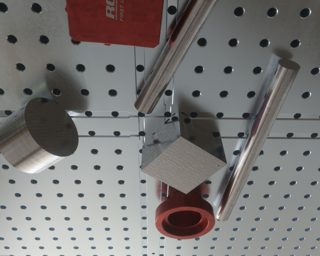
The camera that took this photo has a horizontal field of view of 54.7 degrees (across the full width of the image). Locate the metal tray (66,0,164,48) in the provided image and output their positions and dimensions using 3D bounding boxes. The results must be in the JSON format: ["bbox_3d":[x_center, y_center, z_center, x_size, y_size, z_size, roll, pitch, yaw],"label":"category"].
[{"bbox_3d":[-0.040,-0.143,0.286,0.091,0.030,0.129,4,130,-4],"label":"metal tray"}]

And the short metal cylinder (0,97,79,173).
[{"bbox_3d":[-0.148,0.009,0.381,0.050,0.080,0.080,-29,125,22],"label":"short metal cylinder"}]

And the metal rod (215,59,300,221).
[{"bbox_3d":[0.128,0.040,0.447,0.025,0.025,0.298,5,130,-5],"label":"metal rod"}]

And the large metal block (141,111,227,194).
[{"bbox_3d":[0.031,0.036,0.427,0.080,0.050,0.080,31,123,-24],"label":"large metal block"}]

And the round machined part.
[{"bbox_3d":[0.041,0.144,0.524,0.099,0.042,0.097,-1,130,0],"label":"round machined part"}]

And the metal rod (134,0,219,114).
[{"bbox_3d":[0.045,-0.128,0.303,0.025,0.025,0.298,20,127,-17],"label":"metal rod"}]
